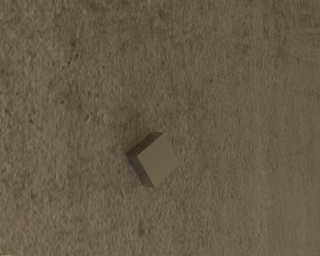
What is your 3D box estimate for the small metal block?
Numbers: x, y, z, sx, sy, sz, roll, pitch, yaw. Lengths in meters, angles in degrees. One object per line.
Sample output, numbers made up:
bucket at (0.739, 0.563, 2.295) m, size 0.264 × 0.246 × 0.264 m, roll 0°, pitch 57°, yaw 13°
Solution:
small metal block at (-0.008, 0.040, 0.397) m, size 0.050 × 0.025 × 0.050 m, roll -41°, pitch 115°, yaw -32°
